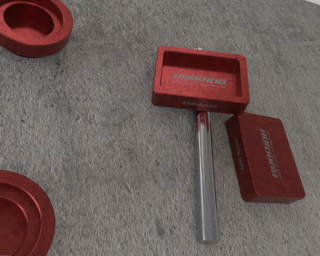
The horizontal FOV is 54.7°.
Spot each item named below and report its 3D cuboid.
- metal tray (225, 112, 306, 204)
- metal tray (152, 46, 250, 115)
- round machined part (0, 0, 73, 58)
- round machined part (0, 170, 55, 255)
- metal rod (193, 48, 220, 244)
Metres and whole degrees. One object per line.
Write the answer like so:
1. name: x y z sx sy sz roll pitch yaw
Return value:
1. metal tray: 0.153 0.043 0.457 0.091 0.030 0.130 8 58 -24
2. metal tray: 0.057 -0.070 0.444 0.131 0.030 0.090 6 58 -2
3. round machined part: -0.162 -0.126 0.383 0.099 0.042 0.098 14 56 -21
4. round machined part: -0.143 0.088 0.262 0.099 0.042 0.098 14 56 -21
5. metal rod: 0.059 0.003 0.433 0.025 0.025 0.300 15 56 -20
